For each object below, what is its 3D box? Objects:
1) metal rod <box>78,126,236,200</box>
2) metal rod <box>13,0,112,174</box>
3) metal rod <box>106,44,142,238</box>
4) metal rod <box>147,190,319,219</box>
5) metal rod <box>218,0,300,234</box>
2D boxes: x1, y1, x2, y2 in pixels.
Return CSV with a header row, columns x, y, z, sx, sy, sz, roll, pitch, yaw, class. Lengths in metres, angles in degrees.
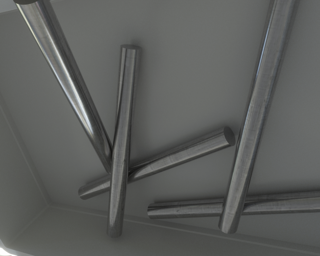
x,y,z,sx,sy,sz,roll,pitch,yaw,class
-0.025,0.062,0.458,0.299,0.025,0.025,-26,105,36,metal rod
-0.087,-0.020,0.362,0.025,0.025,0.299,18,151,17,metal rod
-0.054,0.036,0.433,0.025,0.025,0.298,17,118,18,metal rod
0.110,0.104,0.414,0.300,0.025,0.025,-13,112,33,metal rod
0.101,-0.002,0.336,0.025,0.025,0.298,16,119,19,metal rod
